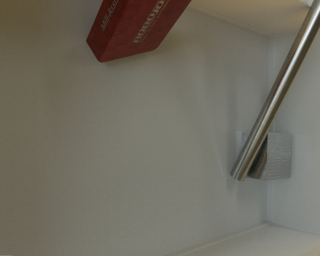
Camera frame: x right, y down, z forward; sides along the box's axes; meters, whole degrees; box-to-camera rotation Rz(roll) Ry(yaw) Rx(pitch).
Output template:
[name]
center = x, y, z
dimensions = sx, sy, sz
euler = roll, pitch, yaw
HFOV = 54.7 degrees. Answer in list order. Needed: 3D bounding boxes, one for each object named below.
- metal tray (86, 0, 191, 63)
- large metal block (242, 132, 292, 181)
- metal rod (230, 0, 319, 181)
[metal tray]
center = -0.016, -0.127, 0.327
dimensions = 0.091, 0.129, 0.030
euler = -24, 78, -38
[large metal block]
center = 0.191, 0.048, 0.554
dimensions = 0.081, 0.050, 0.080
euler = 4, 88, -40
[metal rod]
center = 0.184, -0.051, 0.485
dimensions = 0.025, 0.025, 0.298
euler = 10, 109, -40
